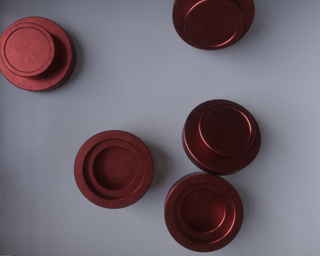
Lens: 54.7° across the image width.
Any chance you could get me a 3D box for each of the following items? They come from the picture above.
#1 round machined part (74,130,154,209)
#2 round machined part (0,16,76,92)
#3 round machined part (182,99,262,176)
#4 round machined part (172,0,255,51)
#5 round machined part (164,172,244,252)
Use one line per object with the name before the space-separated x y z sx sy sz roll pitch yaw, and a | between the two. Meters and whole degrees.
round machined part | -0.057 0.051 0.402 0.099 0.042 0.097 0 90 0
round machined part | -0.163 -0.096 0.401 0.099 0.042 0.097 0 90 0
round machined part | 0.079 0.007 0.387 0.099 0.042 0.098 2 69 -4
round machined part | 0.064 -0.134 0.374 0.099 0.097 0.042 7 49 0
round machined part | 0.055 0.105 0.403 0.099 0.042 0.097 0 90 0
